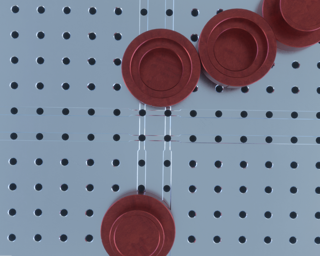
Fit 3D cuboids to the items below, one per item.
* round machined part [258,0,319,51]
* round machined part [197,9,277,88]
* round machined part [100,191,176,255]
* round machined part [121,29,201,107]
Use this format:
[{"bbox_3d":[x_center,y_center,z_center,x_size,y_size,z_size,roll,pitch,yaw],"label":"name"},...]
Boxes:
[{"bbox_3d":[0.184,-0.155,0.407,0.099,0.042,0.097,0,90,-1],"label":"round machined part"},{"bbox_3d":[0.097,-0.100,0.406,0.099,0.042,0.097,0,90,-1],"label":"round machined part"},{"bbox_3d":[-0.029,0.136,0.405,0.099,0.042,0.097,0,90,-1],"label":"round machined part"},{"bbox_3d":[0.001,-0.075,0.405,0.099,0.042,0.097,0,90,0],"label":"round machined part"}]
